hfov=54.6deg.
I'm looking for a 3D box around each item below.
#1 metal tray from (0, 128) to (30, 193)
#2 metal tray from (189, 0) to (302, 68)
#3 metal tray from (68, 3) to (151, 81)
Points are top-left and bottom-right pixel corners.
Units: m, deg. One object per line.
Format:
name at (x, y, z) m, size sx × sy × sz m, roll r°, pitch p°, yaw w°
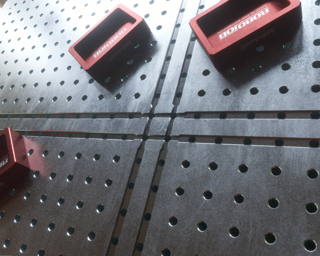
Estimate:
metal tray at (-0.283, 0.070, 0.512) m, size 0.130 × 0.030 × 0.090 m, roll -36°, pitch 51°, yaw 4°
metal tray at (0.116, -0.151, 0.437) m, size 0.130 × 0.030 × 0.090 m, roll -29°, pitch 52°, yaw 9°
metal tray at (-0.091, -0.154, 0.548) m, size 0.130 × 0.030 × 0.090 m, roll -43°, pitch 51°, yaw -2°
